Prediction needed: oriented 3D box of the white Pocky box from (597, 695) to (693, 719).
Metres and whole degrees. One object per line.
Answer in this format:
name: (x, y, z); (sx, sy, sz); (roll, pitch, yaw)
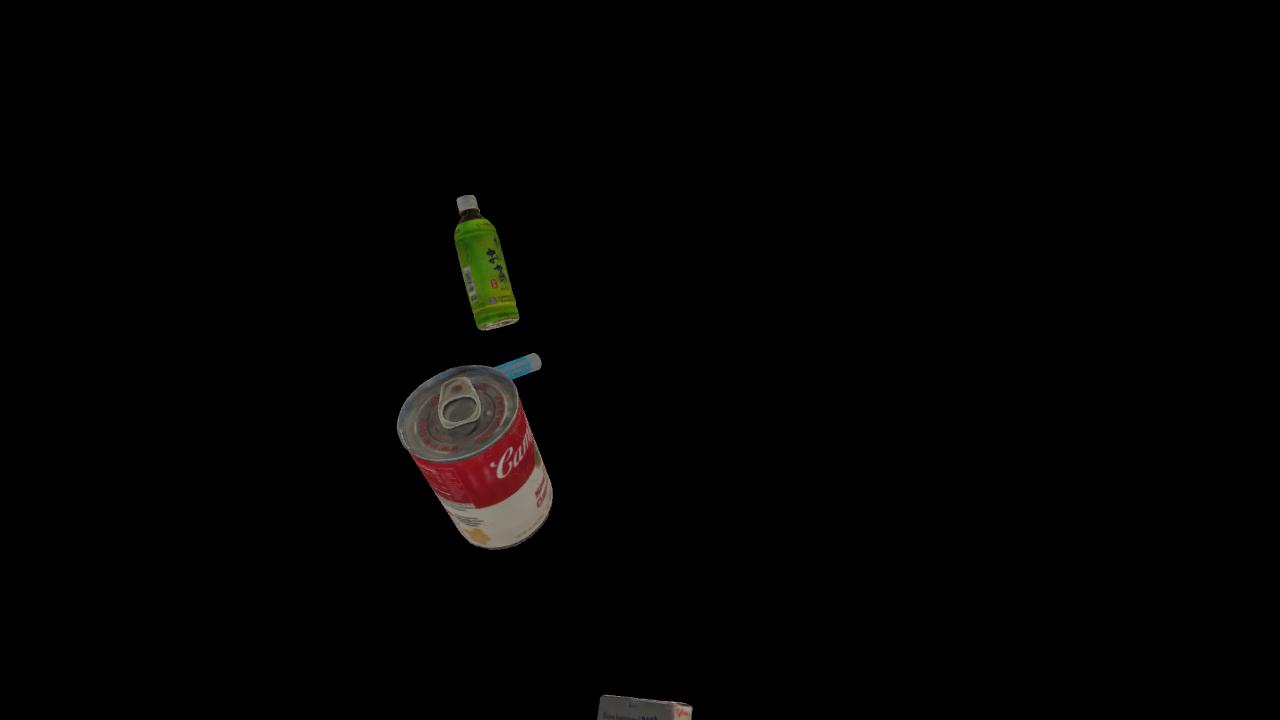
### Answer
white Pocky box: (-0.005, 0.343, 0.465); (0.084, 0.154, 0.028); (-19, -40, 38)

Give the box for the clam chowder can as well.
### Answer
clam chowder can: (-0.095, 0.062, 0.373); (0.068, 0.068, 0.102); (0, -44, 7)

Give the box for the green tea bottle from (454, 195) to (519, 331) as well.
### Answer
green tea bottle: (-0.251, -0.156, 0.978); (0.073, 0.212, 0.073); (-16, 1, 0)

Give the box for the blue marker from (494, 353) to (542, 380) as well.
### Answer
blue marker: (-0.148, 0.018, 0.604); (0.020, 0.020, 0.121); (0, 16, 41)
